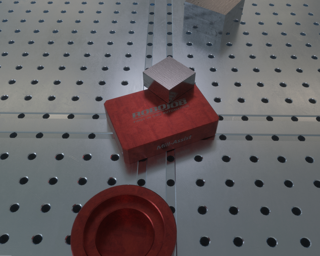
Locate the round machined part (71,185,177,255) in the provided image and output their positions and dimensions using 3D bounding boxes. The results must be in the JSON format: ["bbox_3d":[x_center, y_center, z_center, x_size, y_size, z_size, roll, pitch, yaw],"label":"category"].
[{"bbox_3d":[-0.033,0.109,0.305,0.099,0.042,0.098,0,50,0],"label":"round machined part"}]

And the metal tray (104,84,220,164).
[{"bbox_3d":[0.001,-0.014,0.416,0.131,0.030,0.090,-17,52,-14],"label":"metal tray"}]

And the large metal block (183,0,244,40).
[{"bbox_3d":[0.100,-0.216,0.573,0.080,0.050,0.080,28,55,21],"label":"large metal block"}]

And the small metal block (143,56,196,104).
[{"bbox_3d":[0.012,-0.067,0.424,0.050,0.025,0.050,-36,59,-27],"label":"small metal block"}]
